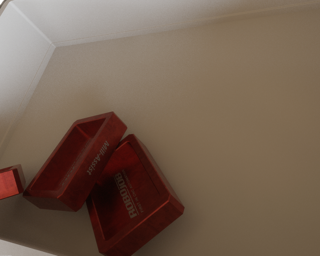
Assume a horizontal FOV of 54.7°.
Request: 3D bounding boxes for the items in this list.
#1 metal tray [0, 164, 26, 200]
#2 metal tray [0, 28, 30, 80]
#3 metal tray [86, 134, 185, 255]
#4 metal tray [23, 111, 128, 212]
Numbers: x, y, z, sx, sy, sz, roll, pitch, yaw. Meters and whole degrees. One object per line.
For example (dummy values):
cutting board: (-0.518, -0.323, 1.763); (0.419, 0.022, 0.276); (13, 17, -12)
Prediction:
metal tray: (-0.225, 0.076, 0.398); (0.091, 0.130, 0.030); (-16, 92, -23)
metal tray: (-0.359, -0.160, 0.686); (0.090, 0.030, 0.130); (21, 73, 35)
metal tray: (-0.039, 0.073, 0.357); (0.090, 0.030, 0.130); (-39, 37, 1)
metal tray: (-0.107, 0.041, 0.397); (0.090, 0.030, 0.130); (-9, 42, 41)
